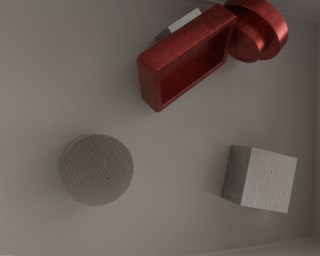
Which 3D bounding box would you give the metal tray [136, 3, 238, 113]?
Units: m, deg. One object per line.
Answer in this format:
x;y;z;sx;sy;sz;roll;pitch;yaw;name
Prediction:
0.034;-0.085;0.388;0.131;0.090;0.030;-37;68;-16;metal tray

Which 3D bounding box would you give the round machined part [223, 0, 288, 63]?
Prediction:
0.116;-0.126;0.416;0.098;0.098;0.042;43;80;-16;round machined part

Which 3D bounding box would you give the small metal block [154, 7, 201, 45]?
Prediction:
0.027;-0.127;0.408;0.050;0.050;0.025;-38;102;-16;small metal block

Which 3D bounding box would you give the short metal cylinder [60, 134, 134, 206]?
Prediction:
-0.077;0.047;0.369;0.081;0.050;0.079;0;90;-21;short metal cylinder

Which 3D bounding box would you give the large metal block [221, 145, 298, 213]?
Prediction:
0.144;0.073;0.452;0.081;0.050;0.080;14;85;-20;large metal block
